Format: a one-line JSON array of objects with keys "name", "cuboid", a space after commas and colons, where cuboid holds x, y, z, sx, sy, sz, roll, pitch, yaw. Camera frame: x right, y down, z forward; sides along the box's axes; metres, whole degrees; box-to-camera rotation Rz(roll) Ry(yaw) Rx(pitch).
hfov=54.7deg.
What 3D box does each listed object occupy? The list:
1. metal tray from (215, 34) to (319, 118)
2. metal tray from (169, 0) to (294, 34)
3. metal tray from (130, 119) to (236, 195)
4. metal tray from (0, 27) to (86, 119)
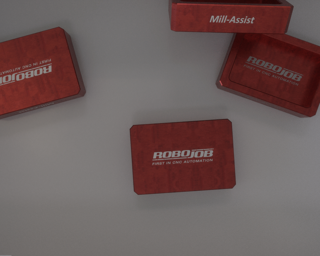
[{"name": "metal tray", "cuboid": [0.151, -0.076, 0.409, 0.131, 0.030, 0.090, 20, 90, 0]}, {"name": "metal tray", "cuboid": [0.077, -0.143, 0.370, 0.131, 0.090, 0.030, 1, 125, -2]}, {"name": "metal tray", "cuboid": [0.029, 0.037, 0.409, 0.131, 0.030, 0.089, -4, 90, 0]}, {"name": "metal tray", "cuboid": [-0.175, -0.070, 0.407, 0.131, 0.030, 0.090, -15, 90, 0]}]
